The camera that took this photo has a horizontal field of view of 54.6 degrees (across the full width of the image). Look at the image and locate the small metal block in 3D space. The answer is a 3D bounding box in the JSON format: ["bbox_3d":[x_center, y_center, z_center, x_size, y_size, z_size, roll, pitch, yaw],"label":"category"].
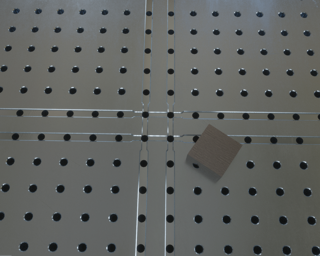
[{"bbox_3d":[0.069,0.031,0.401,0.050,0.025,0.050,34,73,11],"label":"small metal block"}]
